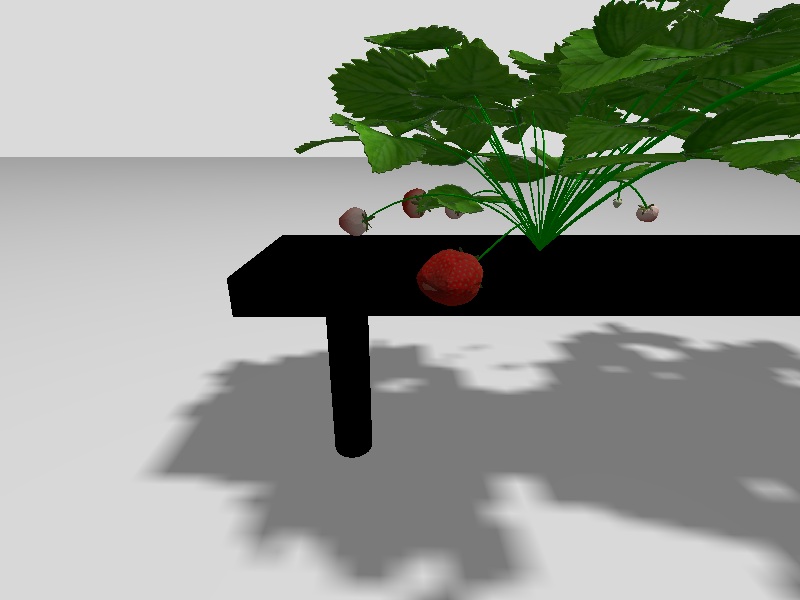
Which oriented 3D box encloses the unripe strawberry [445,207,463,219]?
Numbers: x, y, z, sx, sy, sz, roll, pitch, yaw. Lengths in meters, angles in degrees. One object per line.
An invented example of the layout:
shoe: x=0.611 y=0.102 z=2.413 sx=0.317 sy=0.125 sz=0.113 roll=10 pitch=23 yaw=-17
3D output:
unripe strawberry: x=0.067 y=-0.115 z=0.506 sx=0.024 sy=0.026 sz=0.027 roll=-7 pitch=8 yaw=-18

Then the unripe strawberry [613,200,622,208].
unripe strawberry: x=0.292 y=-0.129 z=0.537 sx=0.010 sy=0.011 sz=0.011 roll=17 pitch=27 yaw=37

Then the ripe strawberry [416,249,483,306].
ripe strawberry: x=0.027 y=-0.011 z=0.225 sx=0.037 sy=0.033 sz=0.034 roll=15 pitch=26 yaw=33

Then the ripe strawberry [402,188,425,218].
ripe strawberry: x=0.018 y=-0.123 z=0.507 sx=0.032 sy=0.037 sz=0.035 roll=-13 pitch=24 yaw=-30

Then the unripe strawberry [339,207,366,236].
unripe strawberry: x=-0.049 y=-0.080 z=0.412 sx=0.030 sy=0.029 sz=0.028 roll=1 pitch=20 yaw=21

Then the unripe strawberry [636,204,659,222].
unripe strawberry: x=0.297 y=-0.103 z=0.480 sx=0.023 sy=0.020 sz=0.023 roll=25 pitch=-10 yaw=47
